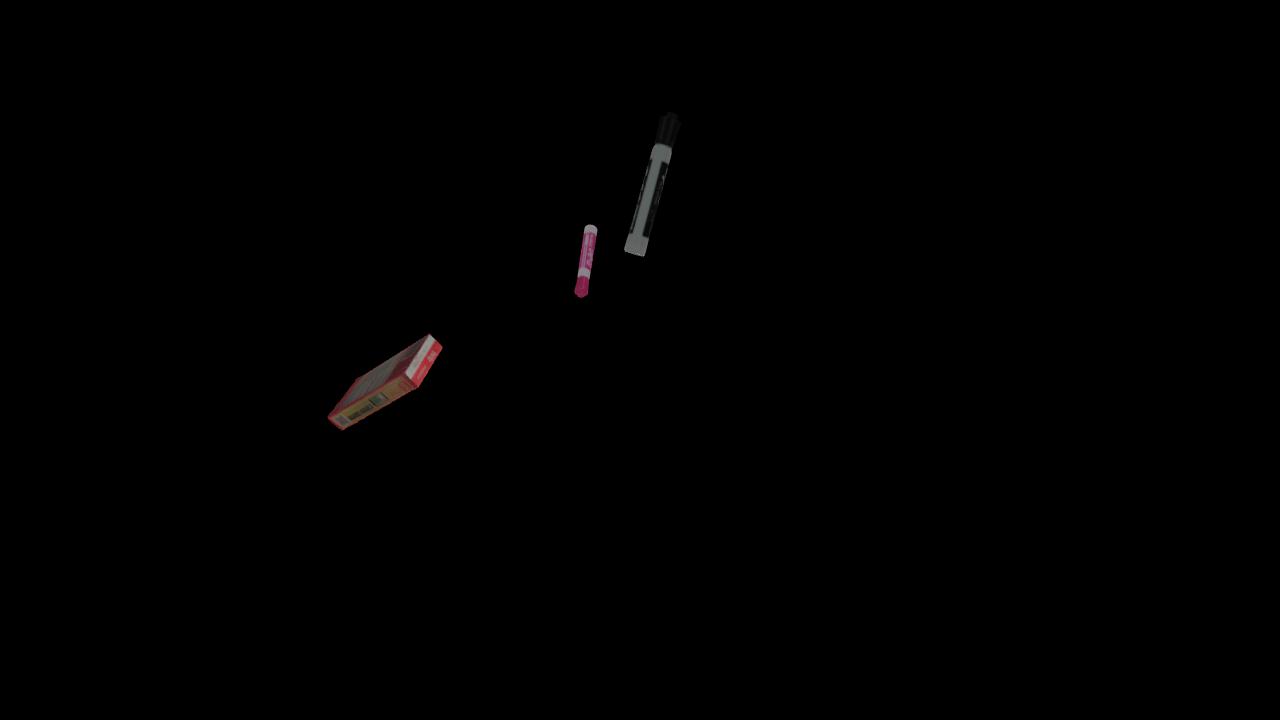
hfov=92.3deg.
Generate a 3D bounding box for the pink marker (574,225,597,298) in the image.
[{"bbox_3d":[-0.075,-0.137,0.854,0.020,0.121,0.020,4,-31,2],"label":"pink marker"}]

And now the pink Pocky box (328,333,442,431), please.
[{"bbox_3d":[-0.328,0.029,0.793,0.155,0.029,0.084,-26,29,25],"label":"pink Pocky box"}]

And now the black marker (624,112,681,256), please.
[{"bbox_3d":[0.011,-0.149,0.521,0.020,0.121,0.020,16,5,-1],"label":"black marker"}]
